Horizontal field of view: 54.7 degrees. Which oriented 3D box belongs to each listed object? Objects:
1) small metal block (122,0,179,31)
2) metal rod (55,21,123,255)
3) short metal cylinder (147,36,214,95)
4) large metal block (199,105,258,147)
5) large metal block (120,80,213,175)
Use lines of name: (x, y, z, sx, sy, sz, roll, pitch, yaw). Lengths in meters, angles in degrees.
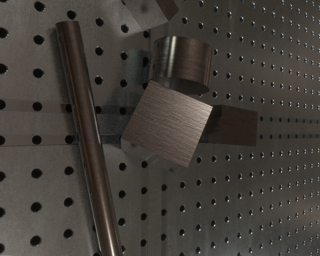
small metal block: (-0.013, -0.154, 0.383, 0.050, 0.050, 0.025, 51, 60, -28)
metal rod: (-0.075, 0.035, 0.348, 0.025, 0.025, 0.298, -16, 100, -39)
short metal cylinder: (0.026, -0.077, 0.397, 0.081, 0.080, 0.050, 14, 81, -40)
large metal block: (0.081, -0.002, 0.444, 0.081, 0.080, 0.050, 6, 86, -40)
large metal block: (0.007, 0.001, 0.375, 0.080, 0.050, 0.080, 24, 71, 3)
